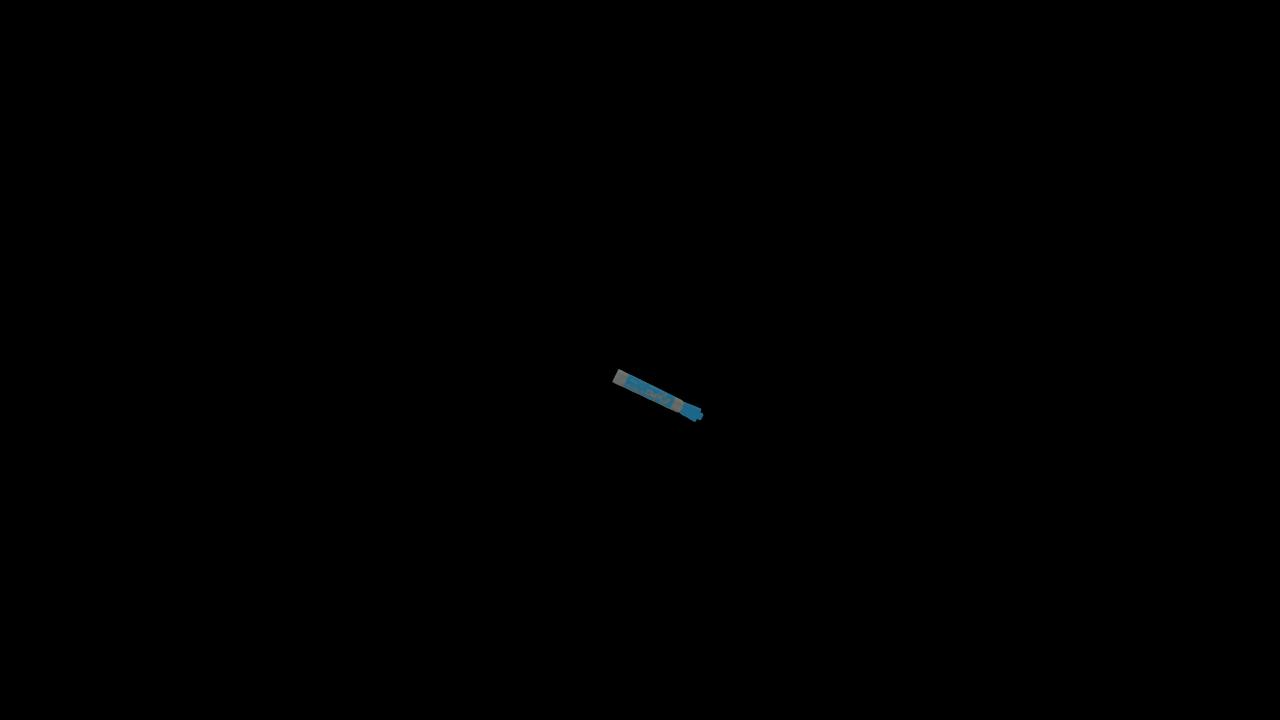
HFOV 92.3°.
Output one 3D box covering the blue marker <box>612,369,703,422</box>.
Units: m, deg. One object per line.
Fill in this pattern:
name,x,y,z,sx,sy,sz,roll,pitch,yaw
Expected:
blue marker,0.023,0.046,0.769,0.121,0.020,0.020,26,-1,-2
